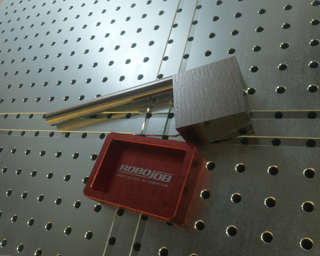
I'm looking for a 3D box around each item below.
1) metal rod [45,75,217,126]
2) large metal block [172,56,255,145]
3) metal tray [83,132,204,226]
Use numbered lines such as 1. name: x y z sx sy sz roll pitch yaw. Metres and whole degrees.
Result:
1. metal rod: -0.042 -0.047 0.457 0.301 0.025 0.025 -13 56 20
2. large metal block: 0.064 -0.031 0.377 0.080 0.050 0.080 -14 56 20
3. metal tray: -0.022 0.057 0.380 0.130 0.030 0.090 7 65 30
